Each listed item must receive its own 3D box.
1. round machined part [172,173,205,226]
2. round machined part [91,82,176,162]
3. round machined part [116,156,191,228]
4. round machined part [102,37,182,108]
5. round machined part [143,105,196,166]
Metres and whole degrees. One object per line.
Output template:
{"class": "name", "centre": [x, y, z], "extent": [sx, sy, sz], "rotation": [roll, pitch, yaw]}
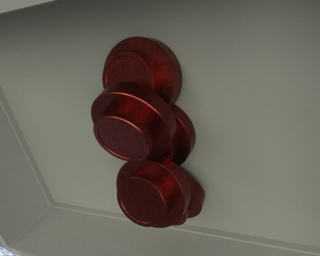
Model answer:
{"class": "round machined part", "centre": [0.010, 0.101, 0.435], "extent": [0.098, 0.042, 0.097], "rotation": [15, 139, 14]}
{"class": "round machined part", "centre": [-0.035, 0.001, 0.348], "extent": [0.098, 0.042, 0.097], "rotation": [15, 137, 15]}
{"class": "round machined part", "centre": [-0.015, 0.084, 0.389], "extent": [0.098, 0.042, 0.097], "rotation": [9, 111, 25]}
{"class": "round machined part", "centre": [-0.027, -0.056, 0.362], "extent": [0.098, 0.042, 0.097], "rotation": [7, 106, 26]}
{"class": "round machined part", "centre": [-0.006, 0.014, 0.408], "extent": [0.098, 0.042, 0.097], "rotation": [13, 123, 21]}
